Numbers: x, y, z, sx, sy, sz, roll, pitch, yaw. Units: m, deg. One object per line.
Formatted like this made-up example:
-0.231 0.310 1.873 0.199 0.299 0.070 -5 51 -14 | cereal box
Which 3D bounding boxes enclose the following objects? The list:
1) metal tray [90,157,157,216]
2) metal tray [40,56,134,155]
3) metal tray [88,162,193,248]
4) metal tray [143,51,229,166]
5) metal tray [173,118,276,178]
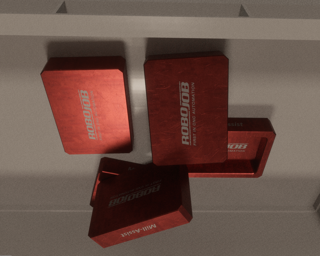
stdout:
-0.037 0.097 0.488 0.131 0.030 0.089 13 129 -11 | metal tray
-0.083 -0.023 0.385 0.091 0.030 0.129 -1 130 0 | metal tray
-0.026 0.094 0.406 0.130 0.090 0.030 -22 127 17 | metal tray
0.032 -0.021 0.364 0.091 0.030 0.129 -4 113 2 | metal tray
0.083 0.029 0.431 0.131 0.030 0.089 1 130 -1 | metal tray
